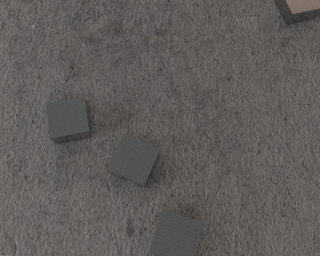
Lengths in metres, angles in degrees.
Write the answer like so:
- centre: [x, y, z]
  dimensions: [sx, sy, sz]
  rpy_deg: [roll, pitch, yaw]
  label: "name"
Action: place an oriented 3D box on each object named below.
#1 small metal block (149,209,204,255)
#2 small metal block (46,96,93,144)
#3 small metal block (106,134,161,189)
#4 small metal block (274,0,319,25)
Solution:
- centre: [0.019, 0.128, 0.361]
  dimensions: [0.050, 0.025, 0.050]
  rpy_deg: [16, 71, 5]
  label: "small metal block"
- centre: [-0.119, -0.010, 0.411]
  dimensions: [0.050, 0.025, 0.050]
  rpy_deg: [-11, 70, -4]
  label: "small metal block"
- centre: [-0.032, 0.042, 0.392]
  dimensions: [0.050, 0.025, 0.050]
  rpy_deg: [22, 71, 7]
  label: "small metal block"
- centre: [0.214, -0.192, 0.480]
  dimensions: [0.050, 0.025, 0.050]
  rpy_deg: [-14, 71, -5]
  label: "small metal block"
